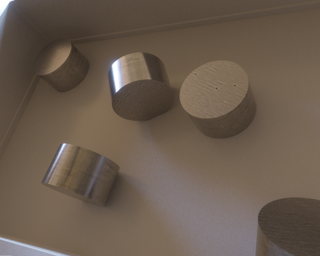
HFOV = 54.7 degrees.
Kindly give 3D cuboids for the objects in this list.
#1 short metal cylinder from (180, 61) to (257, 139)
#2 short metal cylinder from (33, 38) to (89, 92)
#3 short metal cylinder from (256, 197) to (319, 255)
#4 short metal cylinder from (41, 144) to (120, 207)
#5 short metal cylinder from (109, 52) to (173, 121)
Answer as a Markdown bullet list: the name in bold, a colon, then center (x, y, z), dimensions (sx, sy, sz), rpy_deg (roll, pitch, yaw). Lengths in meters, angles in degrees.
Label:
- **short metal cylinder**: center (0.070, -0.034, 0.373), dimensions (0.080, 0.050, 0.080), rpy_deg (-13, 56, 20)
- **short metal cylinder**: center (-0.173, -0.110, 0.546), dimensions (0.080, 0.050, 0.080), rpy_deg (-13, 56, 20)
- **short metal cylinder**: center (0.117, 0.097, 0.242), dimensions (0.081, 0.050, 0.080), rpy_deg (-2, 19, 1)
- **short metal cylinder**: center (-0.097, 0.059, 0.383), dimensions (0.080, 0.080, 0.050), rpy_deg (7, 65, 31)
- **short metal cylinder**: center (-0.027, -0.054, 0.416), dimensions (0.080, 0.080, 0.050), rpy_deg (-23, 53, 14)
